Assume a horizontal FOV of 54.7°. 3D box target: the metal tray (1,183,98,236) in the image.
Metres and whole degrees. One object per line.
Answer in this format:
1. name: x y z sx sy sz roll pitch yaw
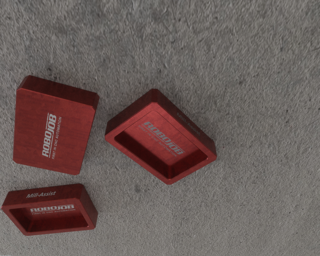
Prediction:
1. metal tray: -0.181 0.139 0.520 0.131 0.030 0.090 -8 130 6

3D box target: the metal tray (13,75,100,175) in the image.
1. metal tray: -0.138 0.002 0.404 0.091 0.030 0.129 14 129 -12

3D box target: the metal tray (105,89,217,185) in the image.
1. metal tray: 0.003 0.018 0.418 0.090 0.030 0.130 -34 123 25
